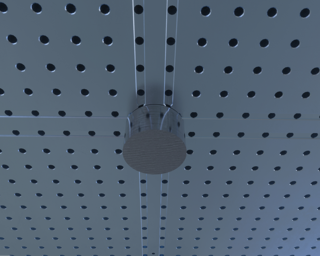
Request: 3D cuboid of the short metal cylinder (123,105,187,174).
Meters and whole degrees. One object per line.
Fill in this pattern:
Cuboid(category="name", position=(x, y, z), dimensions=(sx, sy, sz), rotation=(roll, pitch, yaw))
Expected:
Cuboid(category="short metal cylinder", position=(-0.007, 0.016, 0.408), dimensions=(0.081, 0.050, 0.079), rotation=(0, 130, 0))
